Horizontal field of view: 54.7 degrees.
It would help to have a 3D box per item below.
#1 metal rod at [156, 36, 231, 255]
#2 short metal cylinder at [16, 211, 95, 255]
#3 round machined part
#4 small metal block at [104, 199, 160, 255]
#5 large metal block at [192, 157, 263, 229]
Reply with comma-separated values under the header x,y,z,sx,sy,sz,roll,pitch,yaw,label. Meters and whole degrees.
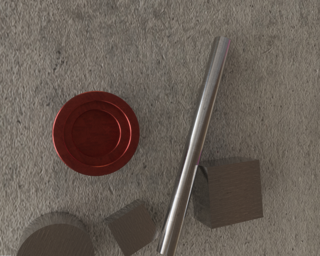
x,y,z,sx,sy,sz,roll,pitch,yaw,label
0.048,0.016,0.416,0.025,0.025,0.299,20,79,-19,metal rod
-0.119,0.141,0.353,0.081,0.050,0.079,0,90,-21,short metal cylinder
-0.078,0.006,0.372,0.099,0.042,0.097,0,90,-21,round machined part
-0.036,0.128,0.397,0.050,0.025,0.050,-29,100,-18,small metal block
0.092,0.086,0.431,0.081,0.050,0.079,-5,92,-20,large metal block
